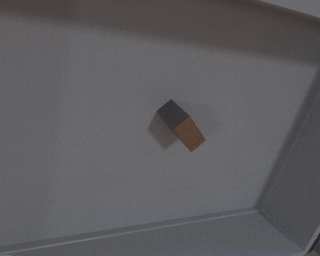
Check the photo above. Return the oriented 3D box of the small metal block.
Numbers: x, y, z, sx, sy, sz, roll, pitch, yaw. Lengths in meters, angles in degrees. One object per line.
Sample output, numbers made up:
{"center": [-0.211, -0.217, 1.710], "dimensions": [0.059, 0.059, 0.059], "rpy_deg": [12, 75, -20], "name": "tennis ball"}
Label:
{"center": [0.028, -0.003, 0.405], "dimensions": [0.025, 0.050, 0.050], "rpy_deg": [-40, 129, -1], "name": "small metal block"}
